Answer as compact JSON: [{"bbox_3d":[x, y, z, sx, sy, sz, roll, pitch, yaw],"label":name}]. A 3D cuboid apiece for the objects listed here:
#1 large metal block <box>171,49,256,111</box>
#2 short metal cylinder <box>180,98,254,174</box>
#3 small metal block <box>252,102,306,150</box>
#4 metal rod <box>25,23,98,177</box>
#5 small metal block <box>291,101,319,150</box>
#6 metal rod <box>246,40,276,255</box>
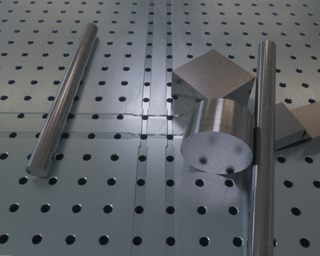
[{"bbox_3d":[0.073,-0.058,0.441,0.081,0.050,0.080,-32,57,-24],"label":"large metal block"},{"bbox_3d":[0.068,0.011,0.363,0.080,0.080,0.050,10,51,8],"label":"short metal cylinder"},{"bbox_3d":[0.150,-0.001,0.406,0.050,0.025,0.050,-20,53,-7],"label":"small metal block"},{"bbox_3d":[-0.134,-0.063,0.459,0.025,0.025,0.300,3,50,3],"label":"metal rod"},{"bbox_3d":[0.203,-0.004,0.413,0.050,0.025,0.050,-16,52,-13],"label":"small metal block"},{"bbox_3d":[0.124,0.009,0.371,0.025,0.025,0.300,9,60,7],"label":"metal rod"}]
